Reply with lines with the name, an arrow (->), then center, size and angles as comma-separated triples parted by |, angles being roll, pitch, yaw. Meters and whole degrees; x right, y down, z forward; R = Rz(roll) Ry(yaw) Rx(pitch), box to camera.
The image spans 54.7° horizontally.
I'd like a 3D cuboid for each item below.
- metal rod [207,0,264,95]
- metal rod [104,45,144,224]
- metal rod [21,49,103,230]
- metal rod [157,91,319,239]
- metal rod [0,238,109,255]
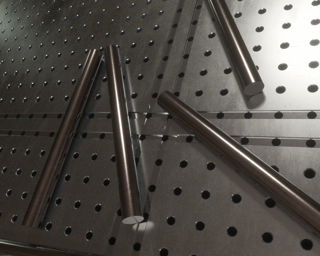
metal rod -> 0.093, -0.169, 0.462 | 0.025, 0.025, 0.299 | -21, 54, 15
metal rod -> -0.057, -0.013, 0.444 | 0.025, 0.025, 0.299 | -23, 53, 14
metal rod -> -0.143, 0.001, 0.479 | 0.025, 0.025, 0.300 | -1, 61, 27
metal rod -> 0.094, 0.038, 0.335 | 0.025, 0.025, 0.300 | -45, 51, -3
metal rod -> -0.175, 0.161, 0.399 | 0.301, 0.025, 0.025 | -3, 61, 26
